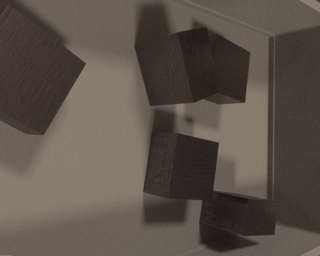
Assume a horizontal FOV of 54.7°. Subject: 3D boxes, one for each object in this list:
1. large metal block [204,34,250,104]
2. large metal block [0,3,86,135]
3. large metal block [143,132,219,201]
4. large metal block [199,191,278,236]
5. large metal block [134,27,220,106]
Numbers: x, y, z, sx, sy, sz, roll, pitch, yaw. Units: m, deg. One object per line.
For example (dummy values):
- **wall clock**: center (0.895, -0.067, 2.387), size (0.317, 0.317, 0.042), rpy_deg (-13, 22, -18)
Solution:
- **large metal block**: center (0.088, -0.084, 0.466), size (0.081, 0.050, 0.080), rpy_deg (12, 82, -40)
- **large metal block**: center (-0.130, -0.048, 0.282), size (0.080, 0.050, 0.080), rpy_deg (38, 67, -34)
- **large metal block**: center (0.030, 0.052, 0.418), size (0.081, 0.050, 0.080), rpy_deg (13, 82, -40)
- **large metal block**: center (0.121, 0.129, 0.475), size (0.081, 0.080, 0.050), rpy_deg (15, 80, -39)
- **large metal block**: center (0.021, -0.075, 0.390), size (0.050, 0.080, 0.080), rpy_deg (-24, 106, -38)
